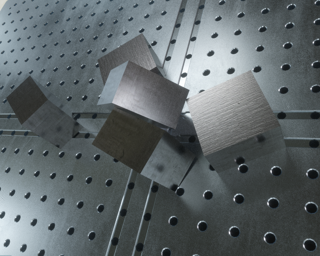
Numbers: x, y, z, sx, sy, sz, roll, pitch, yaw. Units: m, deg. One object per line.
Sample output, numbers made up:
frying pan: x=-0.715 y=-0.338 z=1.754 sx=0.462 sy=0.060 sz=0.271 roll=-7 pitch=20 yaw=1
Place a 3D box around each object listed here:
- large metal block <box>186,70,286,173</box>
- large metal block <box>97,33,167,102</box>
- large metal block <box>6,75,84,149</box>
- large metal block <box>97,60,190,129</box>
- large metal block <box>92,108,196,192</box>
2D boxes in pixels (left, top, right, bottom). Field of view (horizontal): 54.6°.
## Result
large metal block: x=0.084 y=-0.006 z=0.352 sx=0.080 sy=0.050 sz=0.080 roll=-24 pitch=53 yaw=14
large metal block: x=-0.040 y=-0.082 z=0.465 sx=0.080 sy=0.050 sz=0.080 roll=-28 pitch=52 yaw=10
large metal block: x=-0.179 y=-0.024 z=0.483 sx=0.050 sy=0.080 sz=0.080 roll=-45 pitch=51 yaw=-3
large metal block: x=-0.024 y=-0.037 z=0.384 sx=0.080 sy=0.080 sz=0.050 roll=5 pitch=74 yaw=67
large metal block: x=-0.017 y=0.026 z=0.364 sx=0.080 sy=0.080 sz=0.050 roll=25 pitch=81 yaw=37
